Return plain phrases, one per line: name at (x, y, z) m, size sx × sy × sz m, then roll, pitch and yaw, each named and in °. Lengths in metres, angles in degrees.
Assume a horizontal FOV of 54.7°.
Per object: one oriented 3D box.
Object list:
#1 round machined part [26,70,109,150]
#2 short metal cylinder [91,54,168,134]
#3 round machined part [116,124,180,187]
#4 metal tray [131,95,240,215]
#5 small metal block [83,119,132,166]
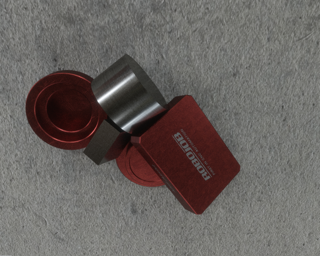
round machined part at (-0.112, -0.025, 0.391) m, size 0.099 × 0.042 × 0.097 m, roll 0°, pitch 110°, yaw -1°
short metal cylinder at (-0.035, -0.040, 0.367) m, size 0.050 × 0.080 × 0.080 m, roll -36°, pitch 107°, yaw 12°
round machined part at (-0.011, 0.037, 0.415) m, size 0.099 × 0.042 × 0.097 m, roll 0°, pitch 110°, yaw -1°
metal tray at (0.036, 0.034, 0.398) m, size 0.090 × 0.030 × 0.130 m, roll -43°, pitch 108°, yaw -19°
small metal block at (-0.060, 0.015, 0.383) m, size 0.025 × 0.050 × 0.050 m, roll 39°, pitch 107°, yaw 12°
